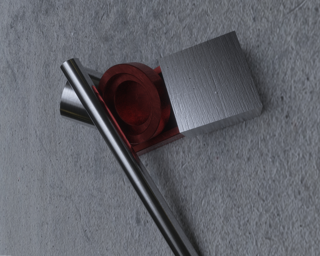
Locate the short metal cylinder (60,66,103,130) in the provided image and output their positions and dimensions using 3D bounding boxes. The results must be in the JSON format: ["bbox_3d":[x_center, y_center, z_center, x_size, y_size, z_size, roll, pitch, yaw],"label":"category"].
[{"bbox_3d":[-0.100,-0.043,0.442,0.050,0.080,0.079,19,105,1],"label":"short metal cylinder"}]

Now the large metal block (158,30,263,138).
[{"bbox_3d":[0.052,-0.042,0.324,0.080,0.050,0.080,-18,77,11],"label":"large metal block"}]

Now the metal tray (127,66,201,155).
[{"bbox_3d":[-0.009,-0.022,0.408,0.130,0.030,0.090,-26,74,36],"label":"metal tray"}]

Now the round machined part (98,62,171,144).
[{"bbox_3d":[-0.028,-0.033,0.385,0.098,0.042,0.097,12,112,32],"label":"round machined part"}]

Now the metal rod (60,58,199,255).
[{"bbox_3d":[-0.033,0.048,0.375,0.025,0.025,0.299,-34,87,35],"label":"metal rod"}]
